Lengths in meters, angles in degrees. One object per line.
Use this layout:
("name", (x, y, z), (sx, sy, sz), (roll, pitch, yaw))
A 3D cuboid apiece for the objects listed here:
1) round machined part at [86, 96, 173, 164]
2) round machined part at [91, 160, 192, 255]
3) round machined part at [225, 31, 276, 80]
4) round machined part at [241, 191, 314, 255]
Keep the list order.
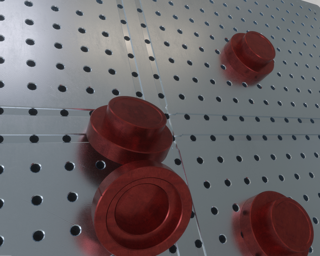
("round machined part", (-0.031, -0.002, 0.356), (0.099, 0.042, 0.098), (17, 28, -9))
("round machined part", (-0.020, 0.079, 0.317), (0.099, 0.042, 0.097), (-5, 104, -19))
("round machined part", (0.174, -0.140, 0.575), (0.099, 0.042, 0.098), (13, 56, -21))
("round machined part", (0.158, 0.129, 0.403), (0.099, 0.042, 0.098), (13, 56, -21))
